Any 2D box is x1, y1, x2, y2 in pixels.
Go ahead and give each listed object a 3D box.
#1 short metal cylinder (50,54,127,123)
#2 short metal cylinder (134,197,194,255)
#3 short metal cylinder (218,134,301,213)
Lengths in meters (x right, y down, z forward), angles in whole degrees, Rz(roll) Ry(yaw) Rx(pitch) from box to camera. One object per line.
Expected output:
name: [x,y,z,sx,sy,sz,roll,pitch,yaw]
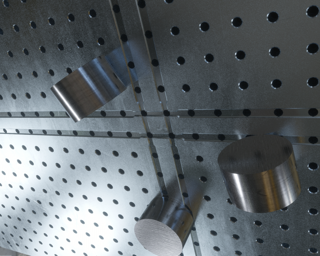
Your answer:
short metal cylinder: [-0.089,-0.050,0.392,0.080,0.080,0.050,-24,105,36]
short metal cylinder: [0.007,0.156,0.488,0.080,0.050,0.079,13,124,21]
short metal cylinder: [0.111,0.049,0.347,0.080,0.080,0.050,-7,115,31]
